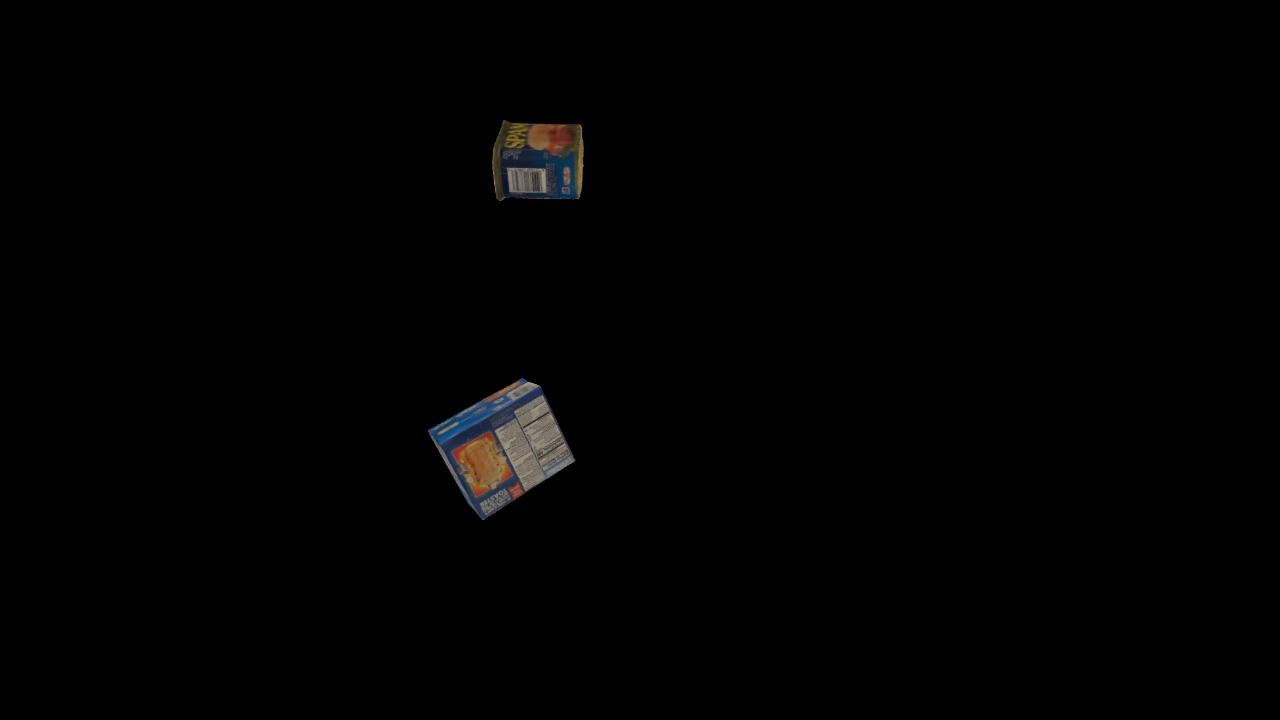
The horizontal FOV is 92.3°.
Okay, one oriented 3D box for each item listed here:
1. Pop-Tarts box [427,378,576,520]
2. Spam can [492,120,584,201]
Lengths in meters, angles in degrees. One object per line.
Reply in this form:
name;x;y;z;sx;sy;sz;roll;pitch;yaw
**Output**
Pop-Tarts box;-0.209;0.132;0.941;0.167;0.141;0.083;-31;22;-22
Spam can;-0.103;-0.209;0.645;0.085;0.058;0.101;1;41;-3
